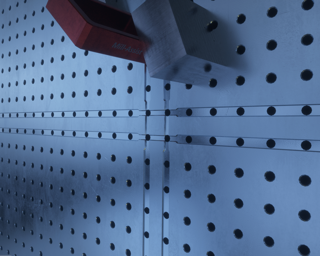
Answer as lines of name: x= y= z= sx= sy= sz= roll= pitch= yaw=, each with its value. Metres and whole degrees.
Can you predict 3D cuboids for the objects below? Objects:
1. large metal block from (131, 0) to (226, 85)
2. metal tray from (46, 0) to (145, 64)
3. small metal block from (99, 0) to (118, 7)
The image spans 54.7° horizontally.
large metal block: x=0.022 y=-0.100 z=0.353 sx=0.050 sy=0.081 sz=0.080 roll=-26 pitch=74 yaw=37
metal tray: x=-0.063 y=-0.126 z=0.391 sx=0.090 sy=0.131 sz=0.030 roll=51 pitch=120 yaw=27
small metal block: x=-0.093 y=-0.188 z=0.484 sx=0.050 sy=0.025 sz=0.050 roll=-25 pitch=74 yaw=37
